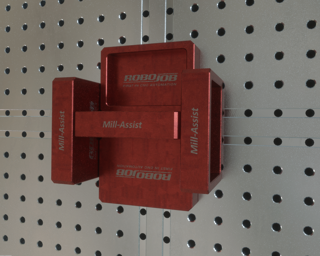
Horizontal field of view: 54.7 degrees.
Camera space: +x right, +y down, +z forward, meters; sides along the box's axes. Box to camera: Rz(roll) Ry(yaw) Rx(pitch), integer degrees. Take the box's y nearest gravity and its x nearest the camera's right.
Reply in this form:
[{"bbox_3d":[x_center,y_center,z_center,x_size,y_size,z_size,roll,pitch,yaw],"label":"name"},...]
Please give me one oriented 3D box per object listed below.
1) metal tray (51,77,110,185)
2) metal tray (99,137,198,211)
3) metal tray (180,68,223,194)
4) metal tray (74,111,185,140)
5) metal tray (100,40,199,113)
[{"bbox_3d":[-0.102,0.003,0.412,0.030,0.090,0.129,1,90,20],"label":"metal tray"},{"bbox_3d":[-0.017,0.057,0.413,0.130,0.030,0.089,1,90,19],"label":"metal tray"},{"bbox_3d":[0.050,0.003,0.359,0.030,0.090,0.129,1,90,20],"label":"metal tray"},{"bbox_3d":[-0.027,-0.004,0.385,0.130,0.090,0.030,1,91,19],"label":"metal tray"},{"bbox_3d":[-0.015,-0.064,0.414,0.130,0.030,0.089,1,90,19],"label":"metal tray"}]
